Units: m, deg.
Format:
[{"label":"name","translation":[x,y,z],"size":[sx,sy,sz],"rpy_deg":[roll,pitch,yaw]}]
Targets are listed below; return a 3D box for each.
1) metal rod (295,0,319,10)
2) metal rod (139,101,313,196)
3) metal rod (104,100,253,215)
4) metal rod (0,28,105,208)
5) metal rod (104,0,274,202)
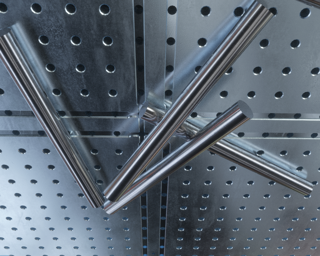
[{"label":"metal rod","translation":[0.087,-0.148,0.287],"size":[0.302,0.025,0.025],"rpy_deg":[14,129,-12]},{"label":"metal rod","translation":[0.107,0.036,0.444],"size":[0.302,0.025,0.025],"rpy_deg":[25,126,-21]},{"label":"metal rod","translation":[0.006,0.057,0.436],"size":[0.025,0.025,0.299],"rpy_deg":[30,131,-23]},{"label":"metal rod","translation":[-0.136,0.012,0.419],"size":[0.025,0.025,0.298],"rpy_deg":[-10,130,8]},{"label":"metal rod","translation":[0.019,-0.014,0.370],"size":[0.025,0.025,0.299],"rpy_deg":[29,115,-22]}]
